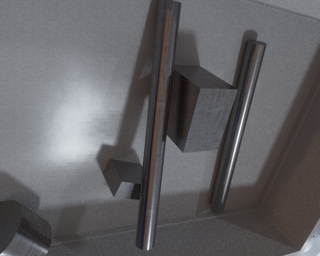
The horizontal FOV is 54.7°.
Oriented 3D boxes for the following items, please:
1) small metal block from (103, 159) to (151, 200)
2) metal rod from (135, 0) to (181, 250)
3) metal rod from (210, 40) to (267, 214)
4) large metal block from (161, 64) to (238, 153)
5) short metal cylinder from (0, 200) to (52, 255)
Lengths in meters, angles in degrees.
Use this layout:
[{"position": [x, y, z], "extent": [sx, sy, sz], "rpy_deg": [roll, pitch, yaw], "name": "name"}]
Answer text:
[{"position": [-0.042, 0.069, 0.414], "extent": [0.050, 0.050, 0.025], "rpy_deg": [15, 111, -35], "name": "small metal block"}, {"position": [-0.005, 0.008, 0.369], "extent": [0.025, 0.025, 0.298], "rpy_deg": [-2, 106, -28], "name": "metal rod"}, {"position": [0.116, 0.016, 0.483], "extent": [0.025, 0.025, 0.298], "rpy_deg": [-9, 122, -24], "name": "metal rod"}, {"position": [0.040, -0.026, 0.380], "extent": [0.050, 0.080, 0.079], "rpy_deg": [-2, 120, -28], "name": "large metal block"}, {"position": [-0.175, 0.132, 0.359], "extent": [0.080, 0.080, 0.050], "rpy_deg": [-37, 130, -4], "name": "short metal cylinder"}]
